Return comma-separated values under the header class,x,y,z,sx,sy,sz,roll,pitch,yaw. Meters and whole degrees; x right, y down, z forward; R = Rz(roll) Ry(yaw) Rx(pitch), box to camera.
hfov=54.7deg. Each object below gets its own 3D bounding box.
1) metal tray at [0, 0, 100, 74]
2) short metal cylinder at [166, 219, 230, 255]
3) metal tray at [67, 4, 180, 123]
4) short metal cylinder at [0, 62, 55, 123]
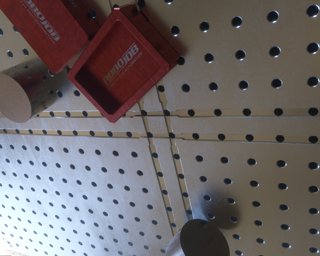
class,x,y,z,sx,sy,sz,roll,pitch,yaw
metal tray,-0.146,-0.146,0.394,0.090,0.030,0.130,-30,102,37
short metal cylinder,0.055,0.184,0.460,0.080,0.080,0.050,34,129,5
metal tray,-0.050,-0.075,0.387,0.090,0.030,0.129,47,129,-5
short metal cylinder,-0.210,-0.054,0.472,0.080,0.050,0.079,13,124,20
